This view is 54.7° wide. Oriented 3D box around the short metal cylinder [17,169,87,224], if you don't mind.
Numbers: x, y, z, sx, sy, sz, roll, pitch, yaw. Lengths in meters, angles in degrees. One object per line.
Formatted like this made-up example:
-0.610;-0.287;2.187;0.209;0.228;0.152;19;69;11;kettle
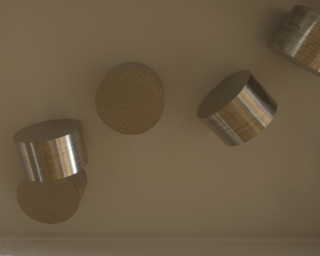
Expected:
-0.146;0.083;0.427;0.081;0.050;0.079;0;110;-1;short metal cylinder

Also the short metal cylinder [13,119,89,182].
-0.135;0.025;0.389;0.080;0.080;0.050;-5;110;1;short metal cylinder

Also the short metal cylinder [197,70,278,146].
0.092;-0.024;0.374;0.080;0.080;0.050;-42;105;14;short metal cylinder

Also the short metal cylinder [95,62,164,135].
-0.035;-0.038;0.384;0.081;0.050;0.079;0;110;-1;short metal cylinder

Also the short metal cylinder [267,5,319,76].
0.171;-0.095;0.349;0.080;0.080;0.050;27;108;-10;short metal cylinder
